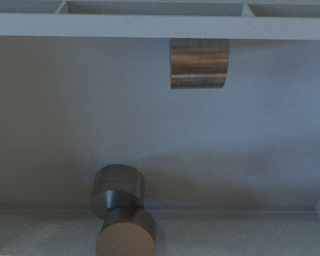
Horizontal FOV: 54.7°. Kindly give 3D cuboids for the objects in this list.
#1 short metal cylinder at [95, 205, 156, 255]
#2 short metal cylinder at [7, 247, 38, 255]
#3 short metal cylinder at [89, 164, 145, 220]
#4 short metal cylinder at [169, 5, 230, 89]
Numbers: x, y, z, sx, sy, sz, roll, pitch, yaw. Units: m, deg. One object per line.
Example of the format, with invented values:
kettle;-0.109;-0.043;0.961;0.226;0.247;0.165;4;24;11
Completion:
short metal cylinder;-0.046;0.158;0.440;0.080;0.050;0.079;0;102;1
short metal cylinder;-0.286;0.285;0.615;0.050;0.080;0.080;28;125;-22
short metal cylinder;-0.064;0.102;0.478;0.081;0.050;0.079;0;130;0
short metal cylinder;0.035;-0.079;0.306;0.050;0.080;0.079;-1;130;1
